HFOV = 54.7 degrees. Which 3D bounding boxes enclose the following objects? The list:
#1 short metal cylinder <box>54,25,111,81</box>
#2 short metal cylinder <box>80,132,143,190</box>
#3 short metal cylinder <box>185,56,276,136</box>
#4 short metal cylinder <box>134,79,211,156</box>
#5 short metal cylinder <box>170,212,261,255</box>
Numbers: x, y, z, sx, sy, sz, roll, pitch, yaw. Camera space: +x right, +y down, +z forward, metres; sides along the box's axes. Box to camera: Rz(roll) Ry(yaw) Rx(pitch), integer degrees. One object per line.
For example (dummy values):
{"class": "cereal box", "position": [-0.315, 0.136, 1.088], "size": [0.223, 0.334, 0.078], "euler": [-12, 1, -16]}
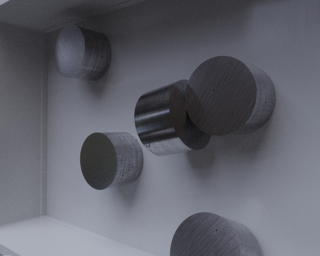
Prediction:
{"class": "short metal cylinder", "position": [-0.123, -0.118, 0.493], "size": [0.080, 0.050, 0.080], "euler": [0, 90, 40]}
{"class": "short metal cylinder", "position": [-0.071, 0.046, 0.449], "size": [0.080, 0.050, 0.080], "euler": [0, 90, 40]}
{"class": "short metal cylinder", "position": [0.074, -0.032, 0.329], "size": [0.080, 0.050, 0.080], "euler": [0, 90, 39]}
{"class": "short metal cylinder", "position": [0.017, -0.010, 0.357], "size": [0.050, 0.081, 0.080], "euler": [-14, 81, 39]}
{"class": "short metal cylinder", "position": [0.058, 0.134, 0.326], "size": [0.080, 0.050, 0.080], "euler": [-19, 56, 32]}
